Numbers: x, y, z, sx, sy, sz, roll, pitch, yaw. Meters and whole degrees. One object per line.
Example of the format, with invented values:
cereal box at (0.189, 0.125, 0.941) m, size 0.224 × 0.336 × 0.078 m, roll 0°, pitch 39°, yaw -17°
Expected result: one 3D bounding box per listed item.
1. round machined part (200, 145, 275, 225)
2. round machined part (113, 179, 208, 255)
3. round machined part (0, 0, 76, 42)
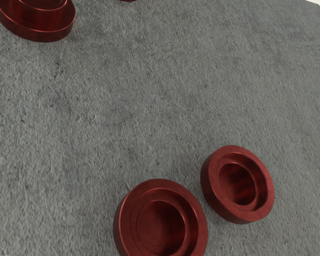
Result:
round machined part at (0.094, 0.075, 0.398) m, size 0.099 × 0.042 × 0.098 m, roll 14°, pitch 56°, yaw -21°
round machined part at (-0.002, 0.107, 0.326) m, size 0.099 × 0.042 × 0.098 m, roll 14°, pitch 56°, yaw -21°
round machined part at (-0.160, -0.164, 0.407) m, size 0.099 × 0.042 × 0.098 m, roll 14°, pitch 56°, yaw -21°
